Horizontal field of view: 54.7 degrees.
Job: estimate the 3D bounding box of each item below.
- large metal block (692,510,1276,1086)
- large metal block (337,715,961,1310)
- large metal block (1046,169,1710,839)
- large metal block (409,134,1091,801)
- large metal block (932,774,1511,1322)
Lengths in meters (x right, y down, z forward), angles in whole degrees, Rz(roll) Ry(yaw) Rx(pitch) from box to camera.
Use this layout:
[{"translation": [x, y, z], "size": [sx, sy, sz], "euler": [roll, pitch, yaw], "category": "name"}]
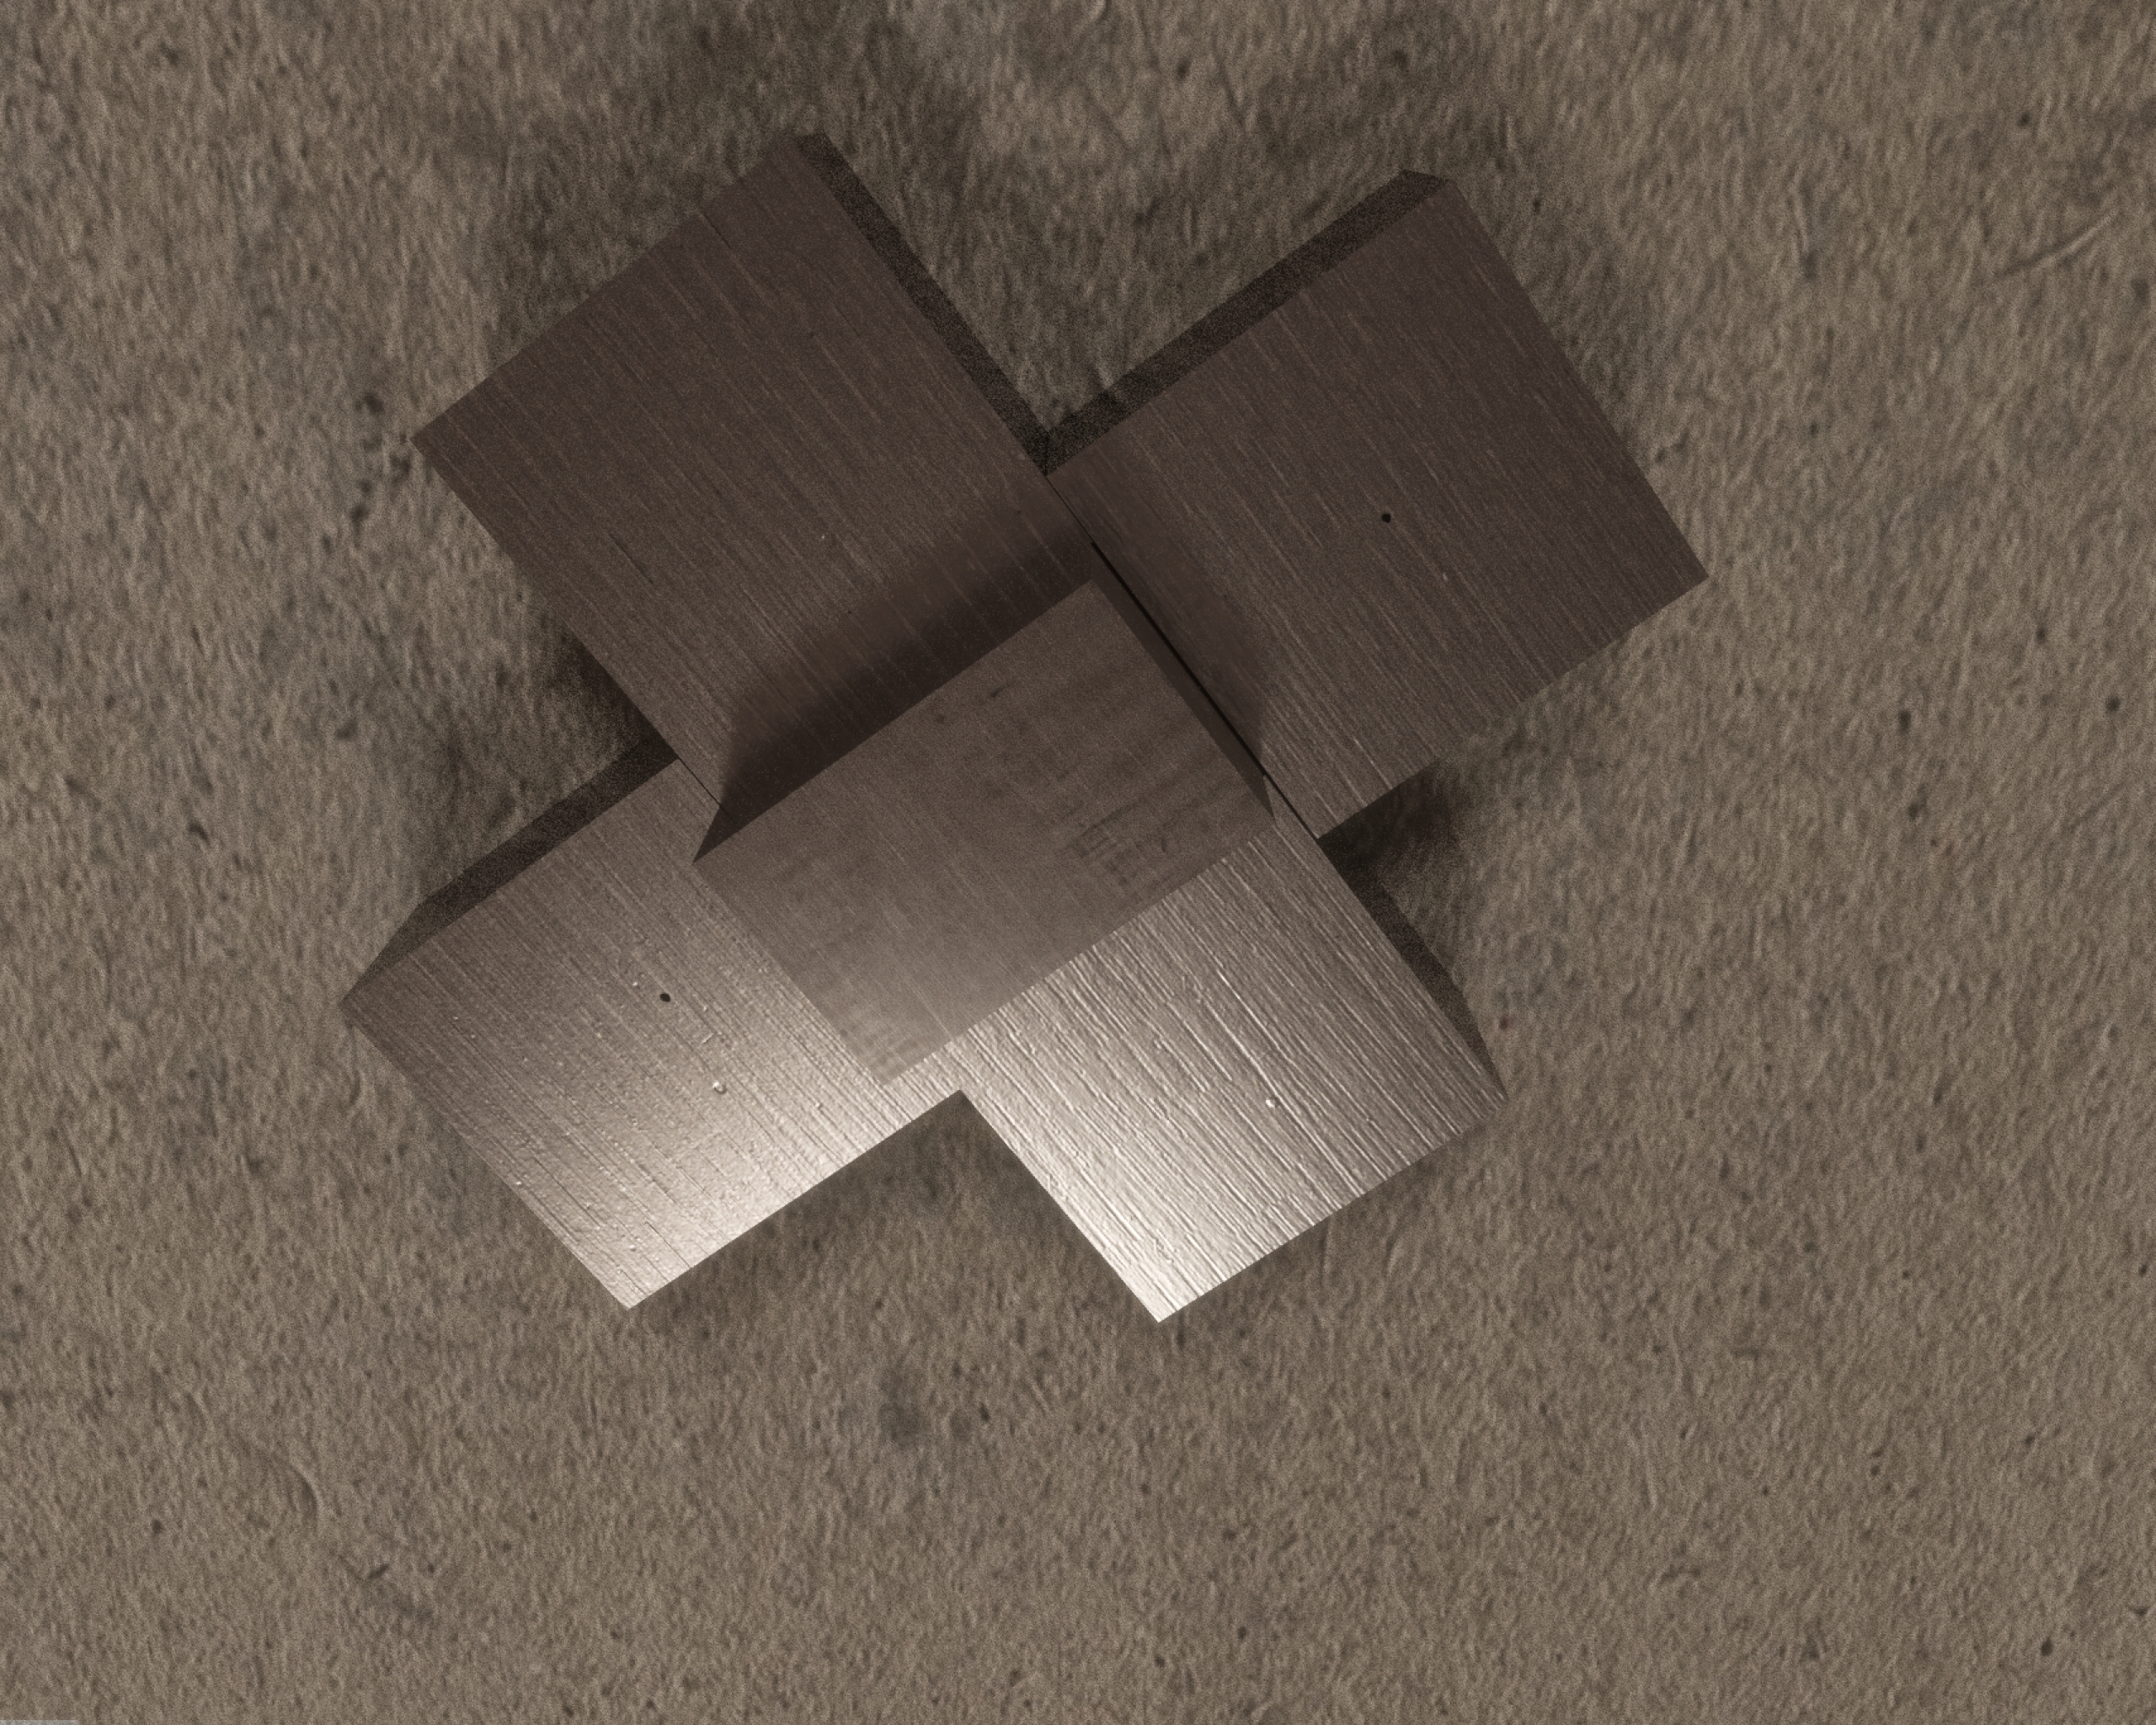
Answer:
[{"translation": [-0.016, -0.017, 0.375], "size": [0.080, 0.080, 0.050], "euler": [-34, 107, 11], "category": "large metal block"}, {"translation": [-0.078, 0.025, 0.405], "size": [0.080, 0.050, 0.080], "euler": [-35, 107, 11], "category": "large metal block"}, {"translation": [0.051, -0.065, 0.374], "size": [0.080, 0.050, 0.080], "euler": [-35, 107, 11], "category": "large metal block"}, {"translation": [-0.054, -0.070, 0.370], "size": [0.080, 0.050, 0.080], "euler": [-35, 107, 11], "category": "large metal block"}, {"translation": [0.024, 0.028, 0.408], "size": [0.080, 0.050, 0.080], "euler": [-35, 107, 11], "category": "large metal block"}]
